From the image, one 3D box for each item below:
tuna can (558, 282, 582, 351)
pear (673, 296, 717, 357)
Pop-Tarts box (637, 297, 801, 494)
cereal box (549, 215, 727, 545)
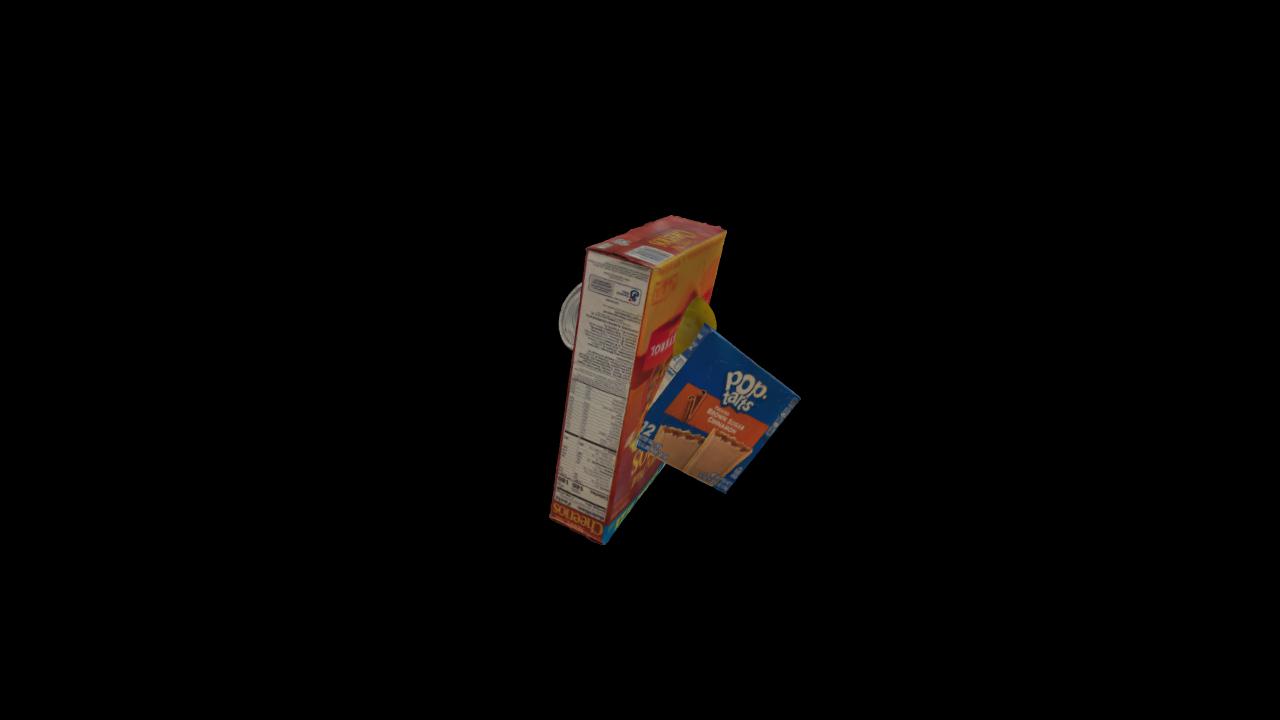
[{"bbox_3d":[-0.047,-0.044,0.655,0.084,0.084,0.034,0,-14,37],"label":"tuna can"},{"bbox_3d":[0.040,-0.014,0.639,0.080,0.111,0.080,-4,29,2],"label":"pear"},{"bbox_3d":[0.067,0.046,0.670,0.167,0.141,0.083,33,7,-37],"label":"Pop-Tarts box"},{"bbox_3d":[0.000,0.015,0.657,0.081,0.306,0.203,19,27,18],"label":"cereal box"}]
